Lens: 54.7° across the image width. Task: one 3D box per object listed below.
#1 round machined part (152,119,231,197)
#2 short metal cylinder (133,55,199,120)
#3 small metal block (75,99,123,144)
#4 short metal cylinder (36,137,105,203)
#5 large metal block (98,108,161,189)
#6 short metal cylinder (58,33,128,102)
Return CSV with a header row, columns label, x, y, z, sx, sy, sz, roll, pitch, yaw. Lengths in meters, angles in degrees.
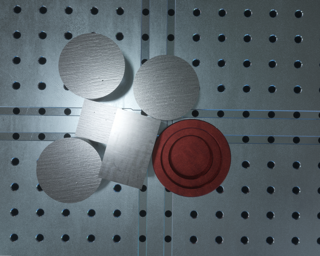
label,x,y,z,sx,sy,sz,roll,pitch,yaw
round machined part,0.039,0.037,0.405,0.099,0.042,0.097,0,90,0
short metal cylinder,0.008,-0.049,0.400,0.081,0.050,0.080,0,90,0
small metal block,-0.079,-0.008,0.412,0.050,0.025,0.050,15,90,0
short metal cylinder,-0.109,0.051,0.400,0.081,0.050,0.080,0,90,0
large metal block,-0.034,0.023,0.382,0.050,0.080,0.080,16,90,0
short metal cylinder,-0.083,-0.075,0.400,0.081,0.050,0.080,0,90,0
